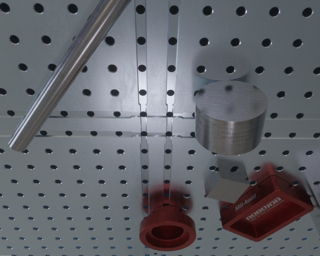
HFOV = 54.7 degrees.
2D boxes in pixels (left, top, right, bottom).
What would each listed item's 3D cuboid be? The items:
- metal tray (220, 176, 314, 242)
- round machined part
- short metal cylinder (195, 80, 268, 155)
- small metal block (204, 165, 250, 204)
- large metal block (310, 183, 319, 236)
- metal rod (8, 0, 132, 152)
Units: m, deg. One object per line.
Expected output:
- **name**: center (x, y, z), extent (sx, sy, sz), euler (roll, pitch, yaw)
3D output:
- **metal tray**: center (0.179, 0.143, 0.531), extent (0.090, 0.030, 0.129), euler (28, 125, -22)
- **round machined part**: center (0.013, 0.175, 0.550), extent (0.099, 0.042, 0.097), euler (0, 130, 0)
- **short metal cylinder**: center (0.082, -0.014, 0.365), extent (0.080, 0.080, 0.050), euler (-3, 130, 2)
- **small metal block**: center (0.105, 0.090, 0.489), extent (0.050, 0.025, 0.050), euler (15, 129, -13)
- **large metal block**: center (0.282, 0.142, 0.500), extent (0.050, 0.080, 0.080), euler (-13, 129, 10)
- **metal rod**: center (-0.104, -0.067, 0.353), extent (0.025, 0.025, 0.299), euler (31, 124, -24)
